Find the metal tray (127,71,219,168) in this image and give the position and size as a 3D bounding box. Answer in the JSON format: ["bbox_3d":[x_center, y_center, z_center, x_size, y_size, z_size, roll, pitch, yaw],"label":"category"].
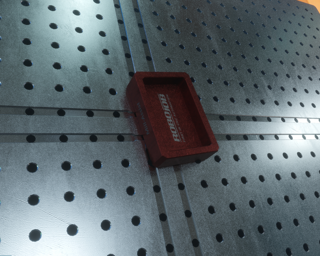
[{"bbox_3d":[0.017,-0.016,0.425,0.091,0.030,0.130,-6,65,-31],"label":"metal tray"}]
